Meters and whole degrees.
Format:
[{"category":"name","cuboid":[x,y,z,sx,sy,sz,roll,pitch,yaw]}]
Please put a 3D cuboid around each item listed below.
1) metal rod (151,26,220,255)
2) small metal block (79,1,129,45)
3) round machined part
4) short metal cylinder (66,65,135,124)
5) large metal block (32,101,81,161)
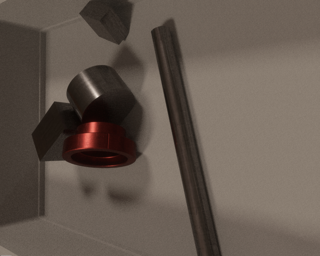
[{"category":"metal rod","cuboid":[0.030,0.017,0.380,0.025,0.025,0.298,-19,78,38]},{"category":"small metal block","cuboid":[-0.081,-0.153,0.451,0.050,0.050,0.025,31,81,35]},{"category":"round machined part","cuboid":[-0.082,0.023,0.427,0.098,0.099,0.042,-19,62,38]},{"category":"short metal cylinder","cuboid":[-0.083,-0.042,0.437,0.080,0.081,0.050,-51,60,27]},{"category":"large metal block","cuboid":[-0.137,0.008,0.479,0.080,0.081,0.050,-44,60,31]}]
